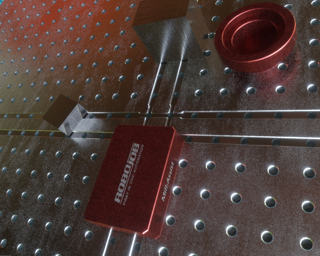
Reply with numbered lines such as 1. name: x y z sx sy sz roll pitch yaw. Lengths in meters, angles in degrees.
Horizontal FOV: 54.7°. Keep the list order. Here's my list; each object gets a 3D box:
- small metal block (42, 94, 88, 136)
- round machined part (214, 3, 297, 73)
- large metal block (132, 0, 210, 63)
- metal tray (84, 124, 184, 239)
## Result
1. small metal block: -0.154 -0.022 0.500 0.050 0.025 0.050 26 76 36
2. round machined part: 0.124 -0.111 0.400 0.098 0.042 0.098 -13 56 20
3. large metal block: 0.018 -0.144 0.450 0.080 0.080 0.050 -1 61 27
4. metal tray: -0.030 0.060 0.383 0.090 0.030 0.130 3 63 29
